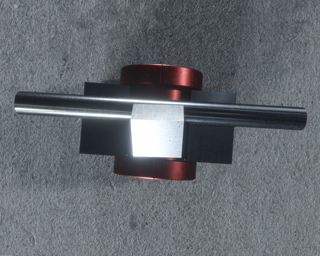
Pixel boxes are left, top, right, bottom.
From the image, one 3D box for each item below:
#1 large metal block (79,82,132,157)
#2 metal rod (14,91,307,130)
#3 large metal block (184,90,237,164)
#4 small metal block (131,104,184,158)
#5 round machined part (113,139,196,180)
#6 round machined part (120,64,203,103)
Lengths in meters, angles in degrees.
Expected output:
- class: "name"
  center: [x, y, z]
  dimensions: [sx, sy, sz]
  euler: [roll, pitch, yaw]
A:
- class: "large metal block"
  center: [-0.061, -0.010, 0.383]
  dimensions: [0.050, 0.080, 0.080]
  euler: [4, 90, 0]
- class: "metal rod"
  center: [0.001, -0.018, 0.331]
  dimensions: [0.302, 0.025, 0.025]
  euler: [3, 90, 0]
- class: "large metal block"
  center: [0.057, -0.001, 0.384]
  dimensions: [0.050, 0.080, 0.080]
  euler: [4, 90, 0]
- class: "small metal block"
  center: [-0.002, 0.003, 0.317]
  dimensions: [0.050, 0.025, 0.050]
  euler: [2, 131, 1]
- class: "round machined part"
  center: [-0.005, 0.037, 0.374]
  dimensions: [0.099, 0.098, 0.042]
  euler: [5, 85, 0]
- class: "round machined part"
  center: [0.001, -0.047, 0.374]
  dimensions: [0.099, 0.098, 0.042]
  euler: [4, 91, 0]
